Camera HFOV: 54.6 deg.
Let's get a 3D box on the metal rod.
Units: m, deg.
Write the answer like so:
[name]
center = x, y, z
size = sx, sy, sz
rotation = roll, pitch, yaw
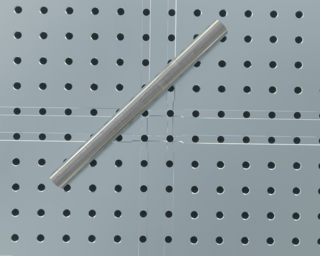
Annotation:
[metal rod]
center = -0.028, -0.032, 0.413
size = 0.300, 0.025, 0.025
rotation = -43, 90, 0
